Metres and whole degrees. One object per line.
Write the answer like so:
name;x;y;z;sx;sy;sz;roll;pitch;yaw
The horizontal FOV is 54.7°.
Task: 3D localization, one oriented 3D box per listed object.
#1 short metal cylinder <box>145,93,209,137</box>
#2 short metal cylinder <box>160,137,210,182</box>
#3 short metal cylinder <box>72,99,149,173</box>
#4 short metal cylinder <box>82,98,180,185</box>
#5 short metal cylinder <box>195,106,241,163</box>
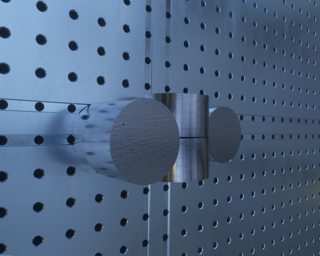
short metal cylinder;0.021;-0.015;0.391;0.081;0.080;0.050;1;90;-40
short metal cylinder;0.022;0.036;0.391;0.081;0.080;0.050;-2;91;-40
short metal cylinder;-0.050;0.009;0.350;0.081;0.050;0.079;0;90;-40
short metal cylinder;-0.027;0.012;0.303;0.081;0.050;0.079;0;90;-40
short metal cylinder;0.074;0.009;0.453;0.081;0.050;0.079;0;90;-40
